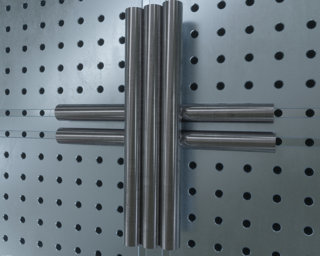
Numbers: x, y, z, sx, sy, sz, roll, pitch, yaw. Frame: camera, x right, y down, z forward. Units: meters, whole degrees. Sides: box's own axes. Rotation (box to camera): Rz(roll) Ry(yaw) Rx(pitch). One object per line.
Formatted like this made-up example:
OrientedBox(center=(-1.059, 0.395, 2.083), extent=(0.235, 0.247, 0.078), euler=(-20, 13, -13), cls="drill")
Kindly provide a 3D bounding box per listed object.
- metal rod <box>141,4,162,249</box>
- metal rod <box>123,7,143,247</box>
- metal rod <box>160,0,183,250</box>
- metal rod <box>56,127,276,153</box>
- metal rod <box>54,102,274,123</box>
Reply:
OrientedBox(center=(-0.010, -0.002, 0.389), extent=(0.025, 0.025, 0.298), euler=(1, 90, 19), cls="metal rod")
OrientedBox(center=(-0.033, -0.001, 0.397), extent=(0.025, 0.025, 0.298), euler=(1, 90, 19), cls="metal rod")
OrientedBox(center=(0.014, -0.003, 0.381), extent=(0.025, 0.025, 0.298), euler=(1, 90, 19), cls="metal rod")
OrientedBox(center=(-0.006, 0.014, 0.414), extent=(0.301, 0.025, 0.025), euler=(1, 91, 19), cls="metal rod")
OrientedBox(center=(-0.008, -0.021, 0.415), extent=(0.301, 0.025, 0.025), euler=(1, 91, 19), cls="metal rod")
